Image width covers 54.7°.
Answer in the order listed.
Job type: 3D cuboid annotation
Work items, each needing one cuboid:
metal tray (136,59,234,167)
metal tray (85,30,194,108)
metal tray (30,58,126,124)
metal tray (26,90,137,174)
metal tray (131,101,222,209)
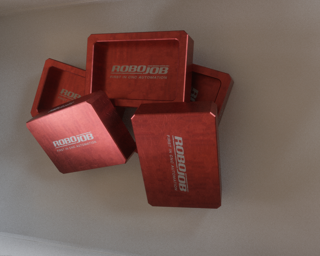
[{"bbox_3d":[0.029,-0.016,0.395,0.090,0.030,0.129,20,97,18],"label":"metal tray"},{"bbox_3d":[-0.027,-0.070,0.383,0.130,0.030,0.089,4,91,19],"label":"metal tray"},{"bbox_3d":[-0.115,-0.038,0.444,0.130,0.030,0.089,21,97,18],"label":"metal tray"},{"bbox_3d":[-0.104,0.010,0.405,0.130,0.030,0.090,-13,115,34],"label":"metal tray"},{"bbox_3d":[0.024,0.035,0.363,0.090,0.030,0.129,-2,118,14],"label":"metal tray"}]
